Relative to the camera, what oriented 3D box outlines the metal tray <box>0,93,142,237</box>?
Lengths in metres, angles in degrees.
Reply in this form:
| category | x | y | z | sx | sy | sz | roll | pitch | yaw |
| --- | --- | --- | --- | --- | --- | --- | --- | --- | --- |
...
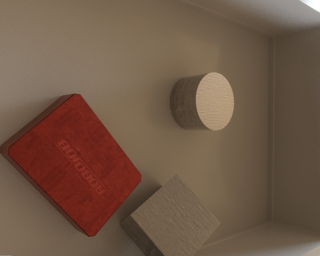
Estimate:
| category | x | y | z | sx | sy | sz | roll | pitch | yaw |
| --- | --- | --- | --- | --- | --- | --- | --- | --- | --- |
| metal tray | -0.087 | 0.040 | 0.332 | 0.090 | 0.030 | 0.130 | -48 | 119 | -29 |

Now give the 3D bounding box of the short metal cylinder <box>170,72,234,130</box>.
| category | x | y | z | sx | sy | sz | roll | pitch | yaw |
| --- | --- | --- | --- | --- | --- | --- | --- | --- | --- |
| short metal cylinder | 0.061 | -0.037 | 0.444 | 0.081 | 0.050 | 0.079 | 0 | 90 | -40 |

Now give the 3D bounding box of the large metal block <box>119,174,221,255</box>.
| category | x | y | z | sx | sy | sz | roll | pitch | yaw |
| --- | --- | --- | --- | --- | --- | --- | --- | --- | --- |
| large metal block | 0.012 | 0.118 | 0.380 | 0.081 | 0.050 | 0.080 | -36 | 80 | -35 |
